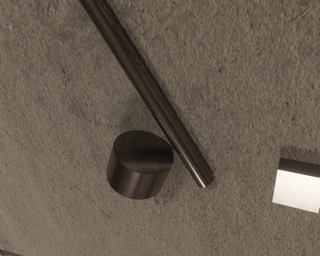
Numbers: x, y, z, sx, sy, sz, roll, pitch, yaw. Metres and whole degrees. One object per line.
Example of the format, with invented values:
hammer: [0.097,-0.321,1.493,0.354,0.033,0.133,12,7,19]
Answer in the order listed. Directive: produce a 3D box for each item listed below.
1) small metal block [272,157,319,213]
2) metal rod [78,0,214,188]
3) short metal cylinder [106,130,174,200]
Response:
small metal block: [0.162,0.066,0.362,0.050,0.025,0.050,10,123,22]
metal rod: [-0.016,-0.050,0.383,0.025,0.025,0.299,-23,107,36]
short metal cylinder: [-0.027,0.048,0.414,0.080,0.080,0.050,28,128,10]
